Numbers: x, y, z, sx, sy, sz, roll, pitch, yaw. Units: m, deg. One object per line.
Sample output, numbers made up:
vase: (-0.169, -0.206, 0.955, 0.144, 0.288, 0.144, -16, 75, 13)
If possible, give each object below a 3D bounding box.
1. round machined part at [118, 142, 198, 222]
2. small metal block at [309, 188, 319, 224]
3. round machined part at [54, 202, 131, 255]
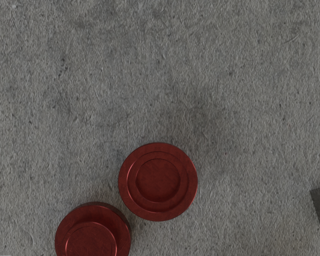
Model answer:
round machined part: (-0.003, 0.067, 0.402, 0.099, 0.042, 0.097, 0, 90, -1)
small metal block: (0.225, 0.107, 0.401, 0.025, 0.050, 0.050, -17, 90, 0)
round machined part: (-0.088, 0.149, 0.400, 0.099, 0.042, 0.097, 0, 90, -1)
